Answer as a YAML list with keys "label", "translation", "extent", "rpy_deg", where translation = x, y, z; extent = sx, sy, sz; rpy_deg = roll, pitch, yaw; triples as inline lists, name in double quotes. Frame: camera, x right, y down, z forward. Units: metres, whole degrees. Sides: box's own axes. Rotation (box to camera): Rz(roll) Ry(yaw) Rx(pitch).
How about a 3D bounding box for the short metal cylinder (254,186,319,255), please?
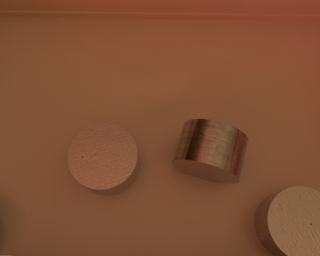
- label: "short metal cylinder"
  translation: [0.156, 0.111, 0.357]
  extent: [0.081, 0.050, 0.080]
  rpy_deg: [0, 70, 0]

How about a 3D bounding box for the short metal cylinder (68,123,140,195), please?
- label: "short metal cylinder"
  translation: [-0.066, 0.040, 0.381]
  extent: [0.081, 0.050, 0.080]
  rpy_deg: [0, 70, 0]

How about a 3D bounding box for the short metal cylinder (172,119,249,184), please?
- label: "short metal cylinder"
  translation: [0.060, 0.029, 0.370]
  extent: [0.080, 0.080, 0.050]
  rpy_deg: [16, 71, 6]
